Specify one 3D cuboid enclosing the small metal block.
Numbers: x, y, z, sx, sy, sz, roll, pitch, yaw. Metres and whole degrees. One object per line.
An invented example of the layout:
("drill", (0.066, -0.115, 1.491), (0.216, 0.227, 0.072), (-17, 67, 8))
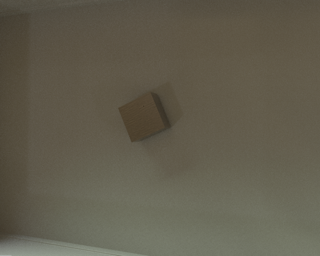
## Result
("small metal block", (-0.021, -0.014, 0.413), (0.050, 0.025, 0.050), (-24, 82, 18))
